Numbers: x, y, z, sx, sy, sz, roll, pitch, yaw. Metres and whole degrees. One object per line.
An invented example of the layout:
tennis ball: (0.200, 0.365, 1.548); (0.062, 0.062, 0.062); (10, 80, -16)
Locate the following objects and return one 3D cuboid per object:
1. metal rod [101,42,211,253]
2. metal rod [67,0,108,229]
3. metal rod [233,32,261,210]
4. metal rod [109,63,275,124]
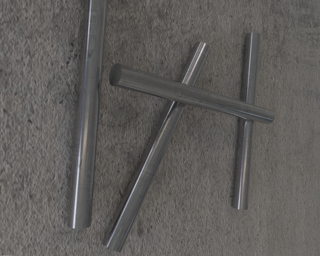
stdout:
metal rod: (0.003, 0.010, 0.406); (0.025, 0.025, 0.300); (38, 67, -34)
metal rod: (-0.077, -0.044, 0.339); (0.025, 0.025, 0.298); (6, 86, -40)
metal rod: (0.148, -0.014, 0.528); (0.025, 0.025, 0.298); (10, 84, -40)
metal rod: (0.067, -0.038, 0.426); (0.302, 0.025, 0.025); (9, 84, -40)
